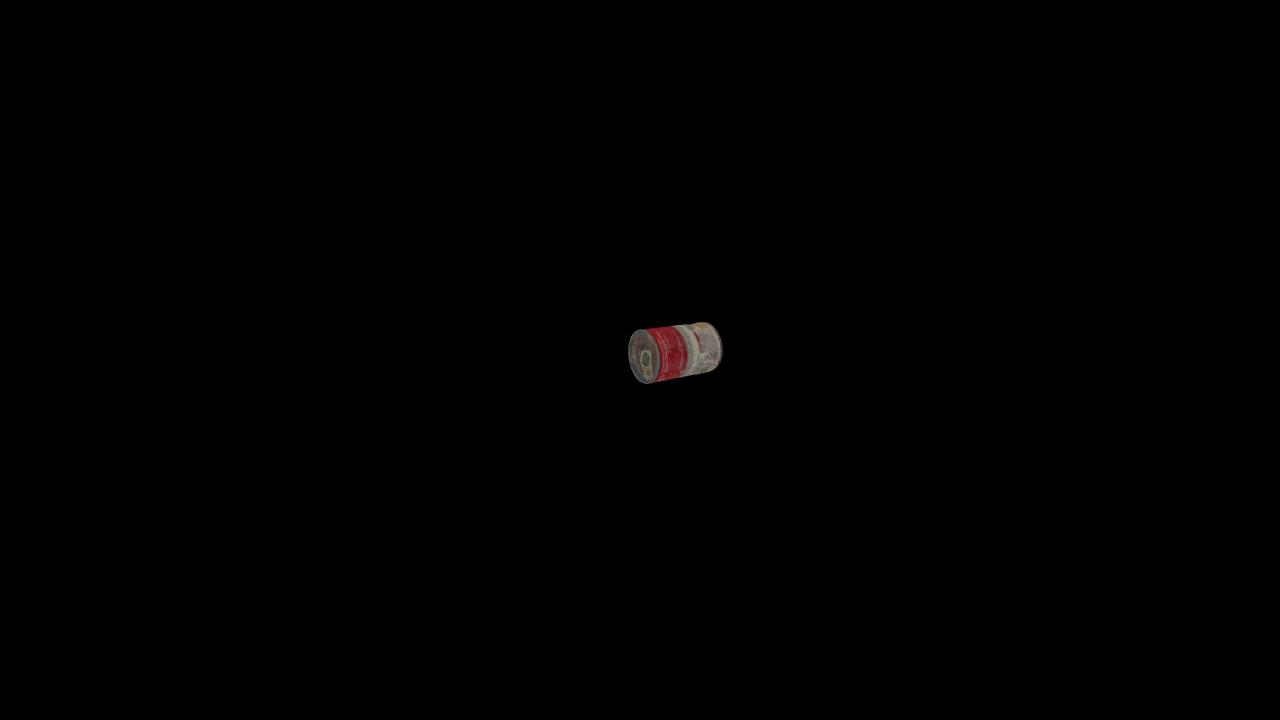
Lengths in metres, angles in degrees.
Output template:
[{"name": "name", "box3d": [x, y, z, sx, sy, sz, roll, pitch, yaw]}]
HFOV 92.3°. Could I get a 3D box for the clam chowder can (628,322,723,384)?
[{"name": "clam chowder can", "box3d": [0.045, -0.011, 0.775, 0.102, 0.068, 0.068, -9, 5, -32]}]
